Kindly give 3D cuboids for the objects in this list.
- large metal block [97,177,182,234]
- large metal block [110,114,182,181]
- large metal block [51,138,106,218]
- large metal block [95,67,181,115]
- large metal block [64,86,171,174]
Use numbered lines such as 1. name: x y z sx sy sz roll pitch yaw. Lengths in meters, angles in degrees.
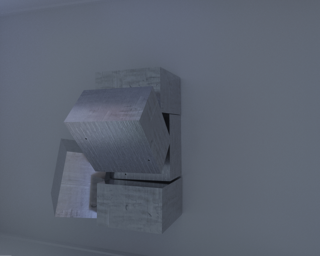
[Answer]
1. large metal block: -0.022 0.090 0.386 0.080 0.080 0.050 1 90 19
2. large metal block: -0.018 0.023 0.403 0.080 0.050 0.079 -1 90 19
3. large metal block: -0.108 0.063 0.408 0.050 0.080 0.079 10 95 -24
4. large metal block: -0.024 -0.041 0.386 0.080 0.080 0.050 -1 90 19
5. large metal block: -0.041 0.004 0.333 0.080 0.080 0.050 -1 45 19
